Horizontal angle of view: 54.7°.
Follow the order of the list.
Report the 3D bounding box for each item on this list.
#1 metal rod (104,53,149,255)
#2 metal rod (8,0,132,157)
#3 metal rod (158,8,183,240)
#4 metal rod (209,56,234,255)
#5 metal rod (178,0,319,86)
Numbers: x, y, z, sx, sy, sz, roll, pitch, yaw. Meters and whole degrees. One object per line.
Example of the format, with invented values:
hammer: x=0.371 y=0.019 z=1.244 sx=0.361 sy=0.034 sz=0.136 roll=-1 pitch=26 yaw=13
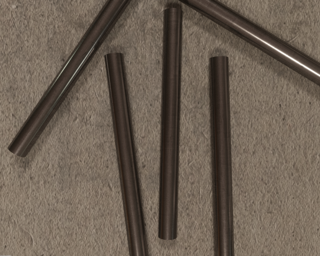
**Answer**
metal rod: x=-0.042 y=0.052 z=0.409 sx=0.025 sy=0.025 sz=0.298 roll=-7 pitch=90 yaw=0
metal rod: x=-0.105 y=-0.092 z=0.408 sx=0.025 sy=0.025 sz=0.299 roll=34 pitch=90 yaw=-1
metal rod: x=0.014 y=-0.005 z=0.410 sx=0.025 sy=0.025 sz=0.298 roll=1 pitch=90 yaw=-1
metal rod: x=0.083 y=0.056 z=0.411 sx=0.025 sy=0.025 sz=0.298 roll=-2 pitch=90 yaw=-1
metal rod: x=0.130 y=-0.121 z=0.411 sx=0.301 sy=0.025 sz=0.025 roll=31 pitch=90 yaw=-1
